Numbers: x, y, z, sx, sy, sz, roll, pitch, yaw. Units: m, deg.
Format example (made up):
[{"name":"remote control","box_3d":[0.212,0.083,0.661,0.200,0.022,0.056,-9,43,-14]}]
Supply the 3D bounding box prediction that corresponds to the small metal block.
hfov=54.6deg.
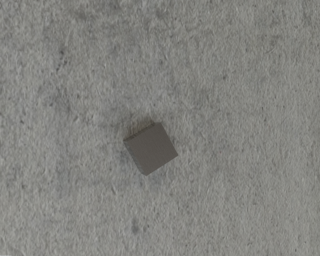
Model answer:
[{"name":"small metal block","box_3d":[-0.012,0.026,0.404,0.050,0.025,0.050,-31,100,-17]}]
